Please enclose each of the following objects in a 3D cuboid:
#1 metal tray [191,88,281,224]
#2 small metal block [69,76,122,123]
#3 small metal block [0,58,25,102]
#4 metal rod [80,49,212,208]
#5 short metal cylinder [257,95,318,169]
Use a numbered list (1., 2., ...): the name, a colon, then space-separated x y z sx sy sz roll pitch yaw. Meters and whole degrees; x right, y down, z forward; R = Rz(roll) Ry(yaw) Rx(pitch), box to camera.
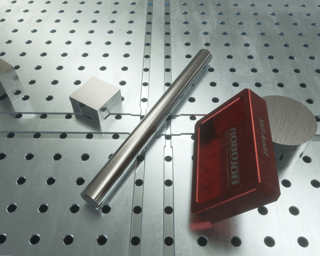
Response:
1. metal tray: 0.077 0.029 0.342 0.030 0.090 0.130 30 45 -25
2. small metal block: -0.091 -0.042 0.441 0.050 0.025 0.050 26 55 20
3. small metal block: -0.230 -0.073 0.450 0.050 0.050 0.025 30 56 22
4. metal rod: -0.002 -0.020 0.423 0.025 0.025 0.301 24 54 18
5. short metal cylinder: 0.146 0.005 0.390 0.081 0.050 0.080 0 50 0
